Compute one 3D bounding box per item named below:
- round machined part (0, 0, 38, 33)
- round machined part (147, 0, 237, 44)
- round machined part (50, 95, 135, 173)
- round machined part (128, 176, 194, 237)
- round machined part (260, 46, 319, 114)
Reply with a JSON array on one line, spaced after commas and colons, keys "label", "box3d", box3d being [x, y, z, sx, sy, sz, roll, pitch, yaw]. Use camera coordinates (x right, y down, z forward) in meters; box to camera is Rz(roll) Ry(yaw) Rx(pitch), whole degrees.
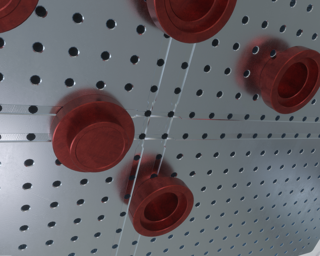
[{"label": "round machined part", "box3d": [-0.146, -0.123, 0.245, 0.099, 0.042, 0.097, -14, 124, -21]}, {"label": "round machined part", "box3d": [0.030, -0.143, 0.328, 0.099, 0.042, 0.097, -14, 124, -21]}, {"label": "round machined part", "box3d": [-0.075, 0.013, 0.367, 0.099, 0.042, 0.097, -14, 124, -21]}, {"label": "round machined part", "box3d": [-0.002, 0.113, 0.468, 0.099, 0.042, 0.097, -14, 124, -21]}, {"label": "round machined part", "box3d": [0.188, -0.073, 0.457, 0.099, 0.042, 0.097, -14, 124, -21]}]
